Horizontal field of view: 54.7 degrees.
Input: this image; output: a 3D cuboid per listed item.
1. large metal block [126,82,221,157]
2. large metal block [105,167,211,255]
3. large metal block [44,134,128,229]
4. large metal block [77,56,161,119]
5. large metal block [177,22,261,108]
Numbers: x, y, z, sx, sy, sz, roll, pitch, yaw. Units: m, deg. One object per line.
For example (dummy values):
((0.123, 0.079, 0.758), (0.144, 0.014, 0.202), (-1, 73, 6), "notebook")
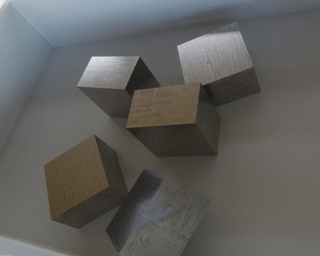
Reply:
((0.019, -0.005, 0.363), (0.080, 0.080, 0.050), (-4, 60, 26), "large metal block")
((-0.006, 0.089, 0.311), (0.080, 0.050, 0.080), (-58, 13, -13), "large metal block")
((-0.094, 0.069, 0.395), (0.080, 0.050, 0.080), (-31, 52, 8), "large metal block")
((-0.051, -0.053, 0.428), (0.080, 0.080, 0.050), (7, 66, 31), "large metal block")
((0.074, -0.077, 0.397), (0.080, 0.050, 0.080), (-19, 54, 16), "large metal block")
